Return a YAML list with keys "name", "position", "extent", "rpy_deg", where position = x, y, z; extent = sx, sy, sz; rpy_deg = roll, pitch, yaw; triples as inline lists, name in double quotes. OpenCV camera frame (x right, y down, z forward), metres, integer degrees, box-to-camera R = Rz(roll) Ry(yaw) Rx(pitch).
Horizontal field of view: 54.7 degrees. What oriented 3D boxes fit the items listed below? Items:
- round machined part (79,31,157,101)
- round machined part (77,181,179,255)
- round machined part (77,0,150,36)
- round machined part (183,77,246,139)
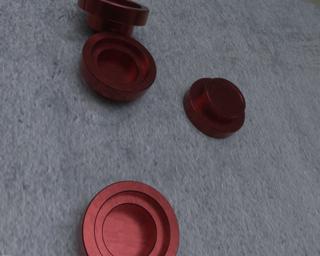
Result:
- name: "round machined part"
  position: [-0.058, -0.076, 0.410]
  extent: [0.099, 0.042, 0.098]
  rpy_deg: [14, 56, -21]
- name: "round machined part"
  position: [-0.034, 0.106, 0.311]
  extent: [0.099, 0.042, 0.098]
  rpy_deg: [14, 56, -21]
- name: "round machined part"
  position: [-0.068, -0.160, 0.438]
  extent: [0.099, 0.042, 0.098]
  rpy_deg: [15, 26, -8]
- name: "round machined part"
  position: [0.088, -0.036, 0.465]
  extent: [0.099, 0.042, 0.098]
  rpy_deg: [14, 56, -21]
